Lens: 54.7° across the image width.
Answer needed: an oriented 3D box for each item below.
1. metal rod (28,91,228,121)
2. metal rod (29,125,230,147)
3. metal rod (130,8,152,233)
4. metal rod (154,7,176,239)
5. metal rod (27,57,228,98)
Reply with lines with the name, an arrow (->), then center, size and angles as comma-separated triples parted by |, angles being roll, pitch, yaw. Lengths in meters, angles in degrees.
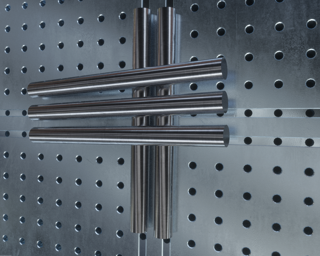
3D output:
metal rod -> -0.061, -0.026, 0.411 | 0.300, 0.025, 0.025 | -1, 90, 27
metal rod -> -0.060, 0.010, 0.410 | 0.300, 0.025, 0.025 | 0, 90, 28
metal rod -> -0.026, -0.010, 0.421 | 0.025, 0.025, 0.298 | 1, 90, 19
metal rod -> 0.007, -0.006, 0.410 | 0.025, 0.025, 0.298 | 1, 90, 19
metal rod -> -0.062, -0.062, 0.411 | 0.300, 0.025, 0.025 | -2, 90, 27
